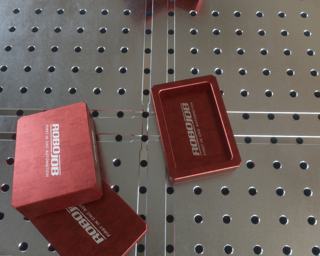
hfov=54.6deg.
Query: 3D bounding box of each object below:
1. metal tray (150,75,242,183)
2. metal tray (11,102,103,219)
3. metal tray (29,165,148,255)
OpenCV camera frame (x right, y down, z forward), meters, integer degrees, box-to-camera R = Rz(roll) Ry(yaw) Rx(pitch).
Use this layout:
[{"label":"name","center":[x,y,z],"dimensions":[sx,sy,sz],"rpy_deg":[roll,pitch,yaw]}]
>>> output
[{"label":"metal tray","center":[0.044,-0.001,0.409],"dimensions":[0.091,0.030,0.130],"rpy_deg":[-11,70,-4]},{"label":"metal tray","center":[-0.123,0.033,0.373],"dimensions":[0.090,0.030,0.130],"rpy_deg":[-15,51,-3]},{"label":"metal tray","center":[-0.090,0.105,0.370],"dimensions":[0.130,0.030,0.090],"rpy_deg":[42,75,14]}]
